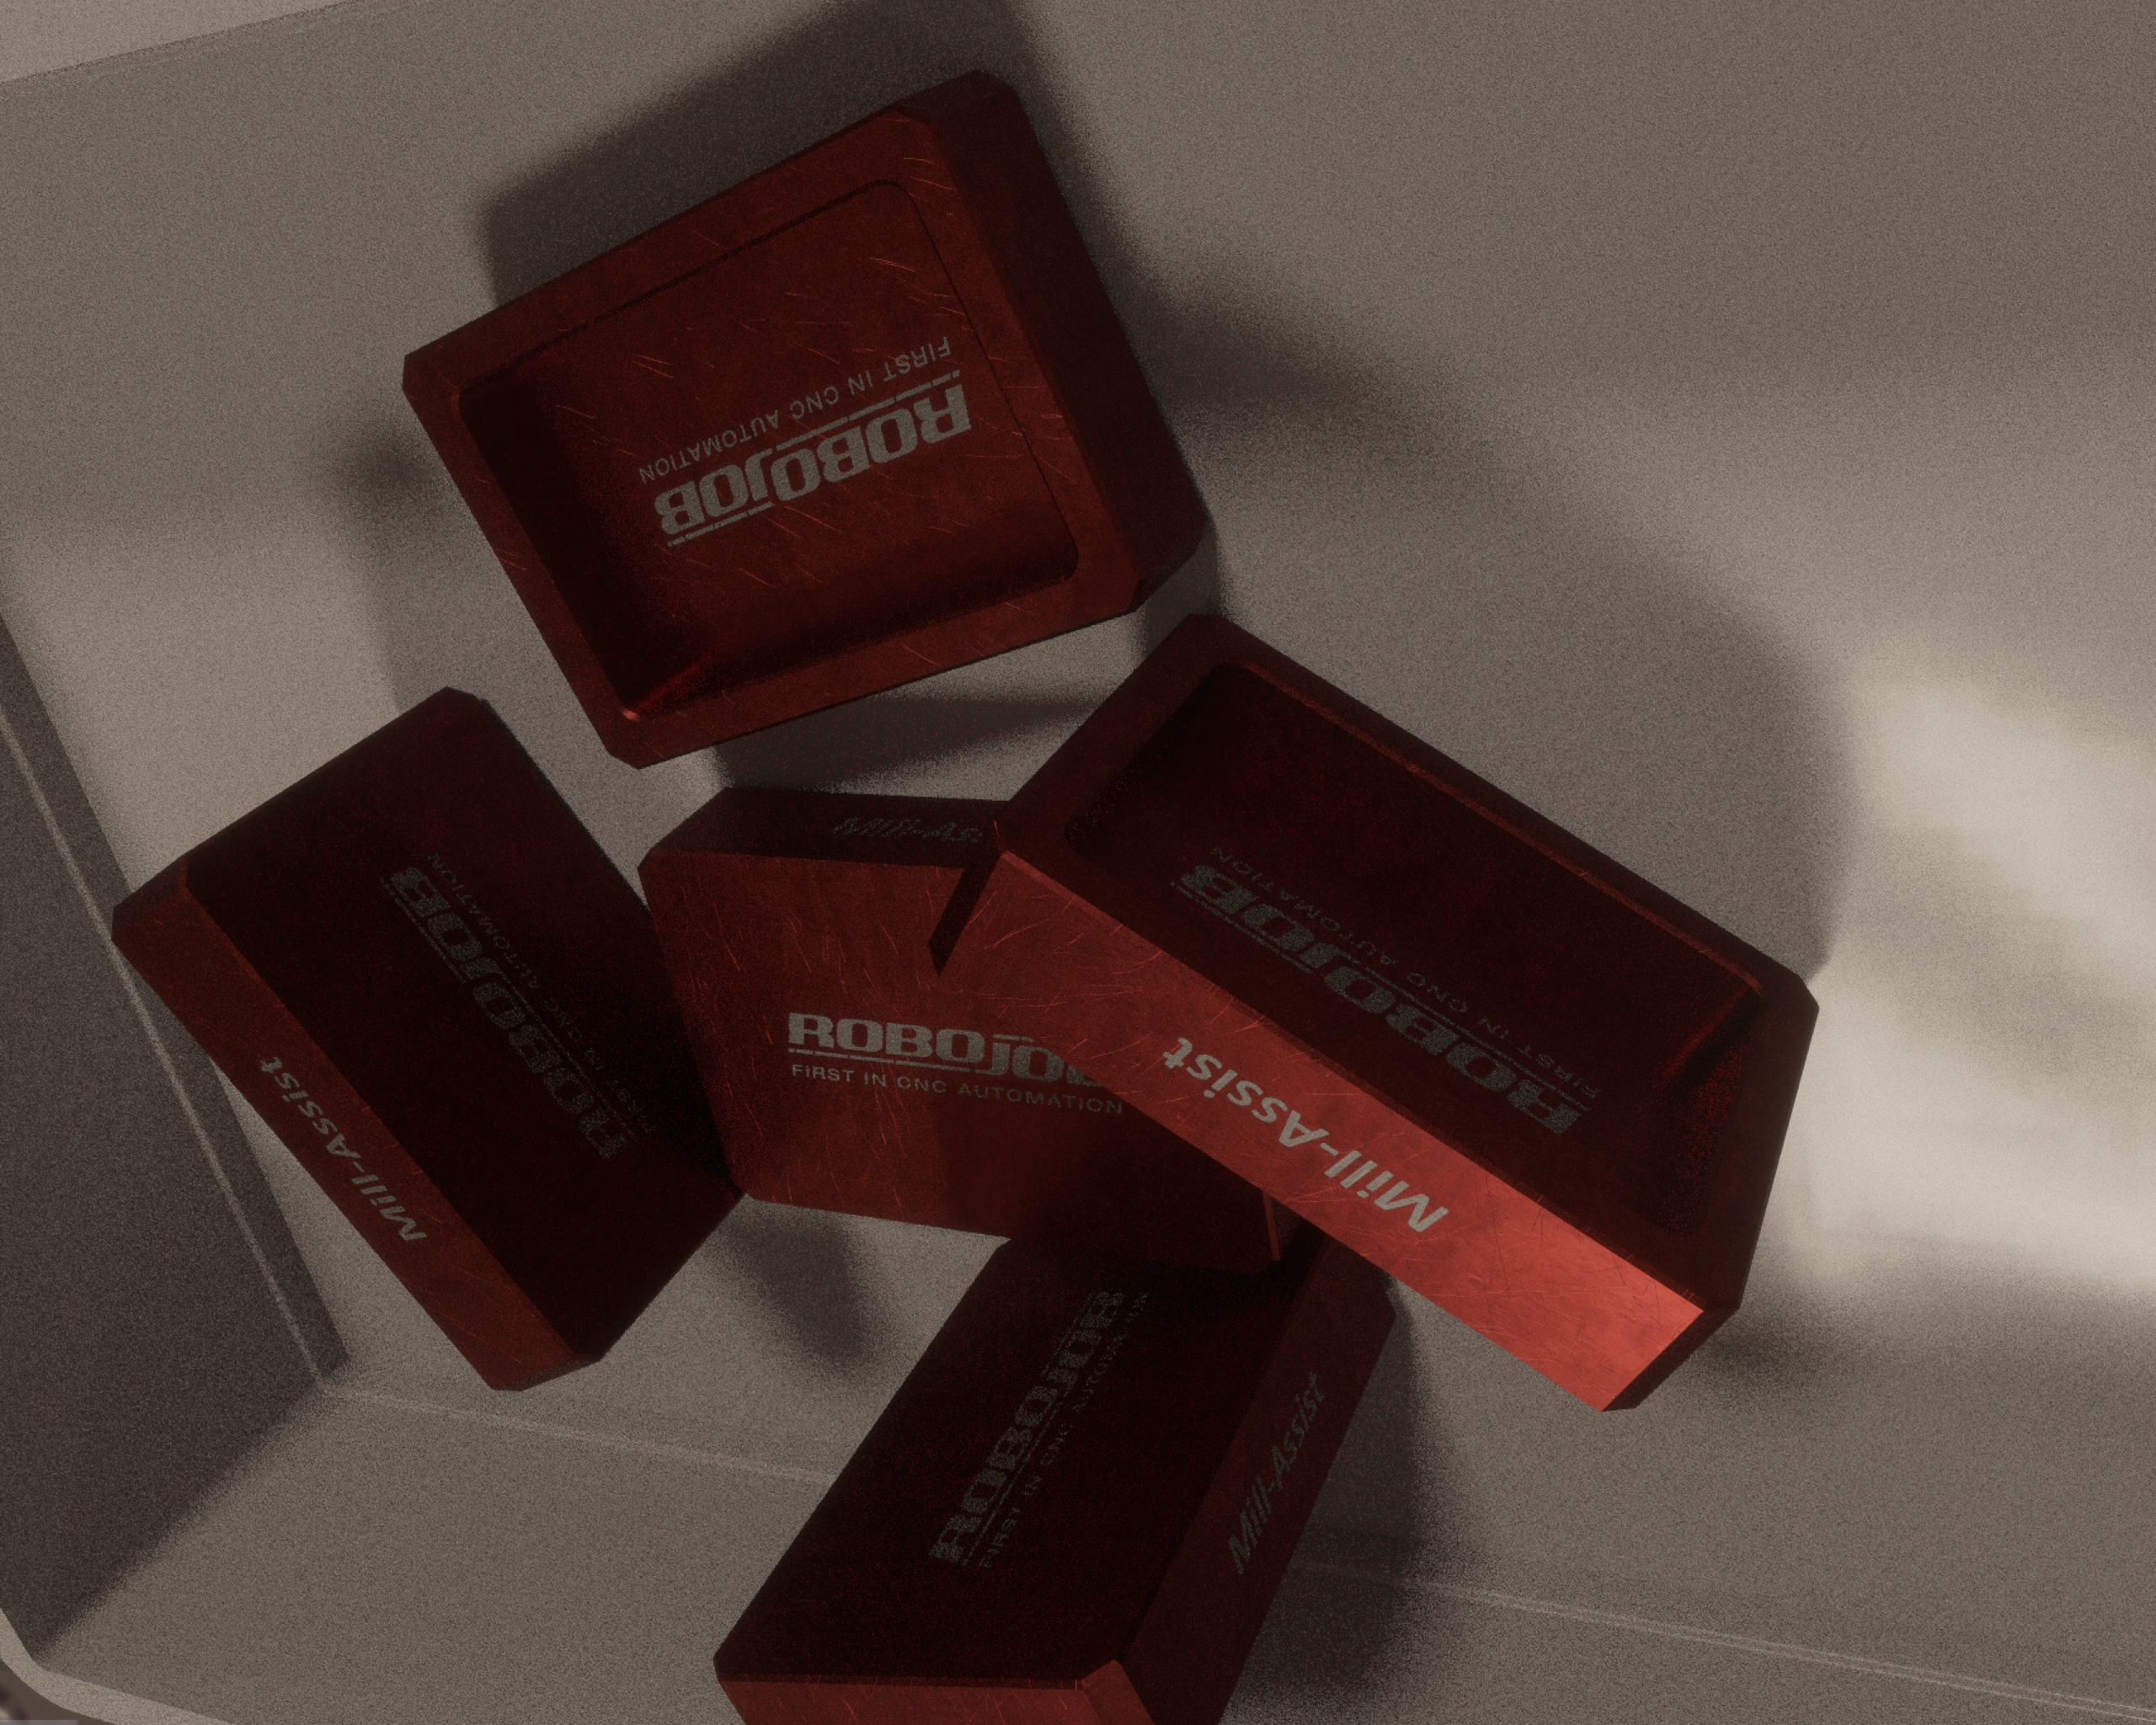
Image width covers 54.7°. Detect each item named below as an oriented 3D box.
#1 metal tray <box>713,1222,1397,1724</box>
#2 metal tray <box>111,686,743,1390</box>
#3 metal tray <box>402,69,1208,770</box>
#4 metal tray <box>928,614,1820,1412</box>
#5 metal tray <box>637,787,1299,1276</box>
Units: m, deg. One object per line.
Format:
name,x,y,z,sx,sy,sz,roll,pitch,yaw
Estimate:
metal tray,0.000,0.121,0.410,0.090,0.131,0.030,-13,112,32
metal tray,-0.129,0.036,0.452,0.030,0.090,0.130,-27,104,36
metal tray,-0.052,-0.075,0.383,0.130,0.030,0.090,-14,112,33
metal tray,0.053,0.019,0.347,0.130,0.090,0.030,33,129,6
metal tray,-0.020,0.033,0.431,0.130,0.030,0.089,3,120,26
